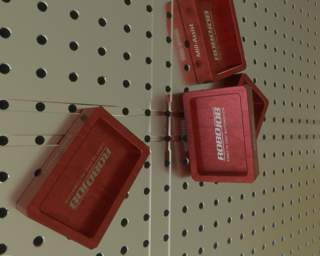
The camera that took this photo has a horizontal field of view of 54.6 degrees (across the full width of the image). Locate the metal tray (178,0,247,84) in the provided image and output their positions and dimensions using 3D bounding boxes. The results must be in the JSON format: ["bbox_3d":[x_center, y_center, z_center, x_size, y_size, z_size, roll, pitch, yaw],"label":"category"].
[{"bbox_3d":[0.083,-0.141,0.473,0.091,0.030,0.129,-26,106,-37],"label":"metal tray"}]

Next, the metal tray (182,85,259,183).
[{"bbox_3d":[0.085,0.009,0.433,0.030,0.090,0.129,-18,102,-61],"label":"metal tray"}]

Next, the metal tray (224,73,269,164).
[{"bbox_3d":[0.129,-0.014,0.512,0.090,0.030,0.130,38,67,-34],"label":"metal tray"}]

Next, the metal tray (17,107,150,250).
[{"bbox_3d":[-0.076,0.053,0.340,0.090,0.030,0.130,44,64,-31],"label":"metal tray"}]
